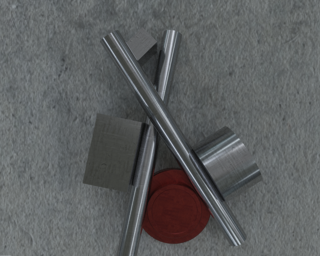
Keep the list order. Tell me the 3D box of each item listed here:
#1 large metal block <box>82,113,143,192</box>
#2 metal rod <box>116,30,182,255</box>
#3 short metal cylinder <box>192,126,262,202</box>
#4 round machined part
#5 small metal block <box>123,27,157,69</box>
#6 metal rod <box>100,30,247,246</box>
[{"bbox_3d":[-0.053,0.027,0.383,0.050,0.080,0.080,12,90,0],"label":"large metal block"},{"bbox_3d":[-0.013,0.020,0.396,0.025,0.025,0.298,12,84,-1],"label":"metal rod"},{"bbox_3d":[0.081,0.045,0.385,0.050,0.080,0.080,-32,90,0],"label":"short metal cylinder"},{"bbox_3d":[0.018,0.103,0.404,0.099,0.042,0.097,0,90,-1],"label":"round machined part"},{"bbox_3d":[-0.030,-0.096,0.398,0.050,0.050,0.025,-45,91,0],"label":"small metal block"},{"bbox_3d":[0.022,0.020,0.377,0.025,0.025,0.299,-33,99,0],"label":"metal rod"}]
